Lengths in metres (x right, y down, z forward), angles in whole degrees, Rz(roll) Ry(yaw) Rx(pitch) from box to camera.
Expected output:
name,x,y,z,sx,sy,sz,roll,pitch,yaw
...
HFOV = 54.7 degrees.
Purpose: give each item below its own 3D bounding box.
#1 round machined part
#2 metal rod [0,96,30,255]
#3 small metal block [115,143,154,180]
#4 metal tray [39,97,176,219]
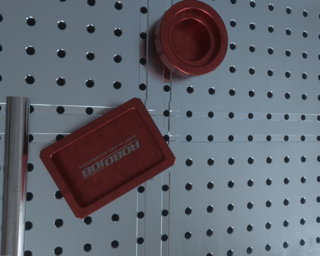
name,x,y,z,sx,sy,sz,roll,pitch,yaw
round machined part,0.039,-0.117,0.419,0.099,0.042,0.097,0,90,-20
metal rod,-0.166,0.114,0.351,0.025,0.025,0.298,2,89,-20
small metal block,-0.034,0.040,0.401,0.050,0.025,0.050,4,89,-20
metal tray,-0.059,0.034,0.365,0.131,0.030,0.090,-30,91,-4
